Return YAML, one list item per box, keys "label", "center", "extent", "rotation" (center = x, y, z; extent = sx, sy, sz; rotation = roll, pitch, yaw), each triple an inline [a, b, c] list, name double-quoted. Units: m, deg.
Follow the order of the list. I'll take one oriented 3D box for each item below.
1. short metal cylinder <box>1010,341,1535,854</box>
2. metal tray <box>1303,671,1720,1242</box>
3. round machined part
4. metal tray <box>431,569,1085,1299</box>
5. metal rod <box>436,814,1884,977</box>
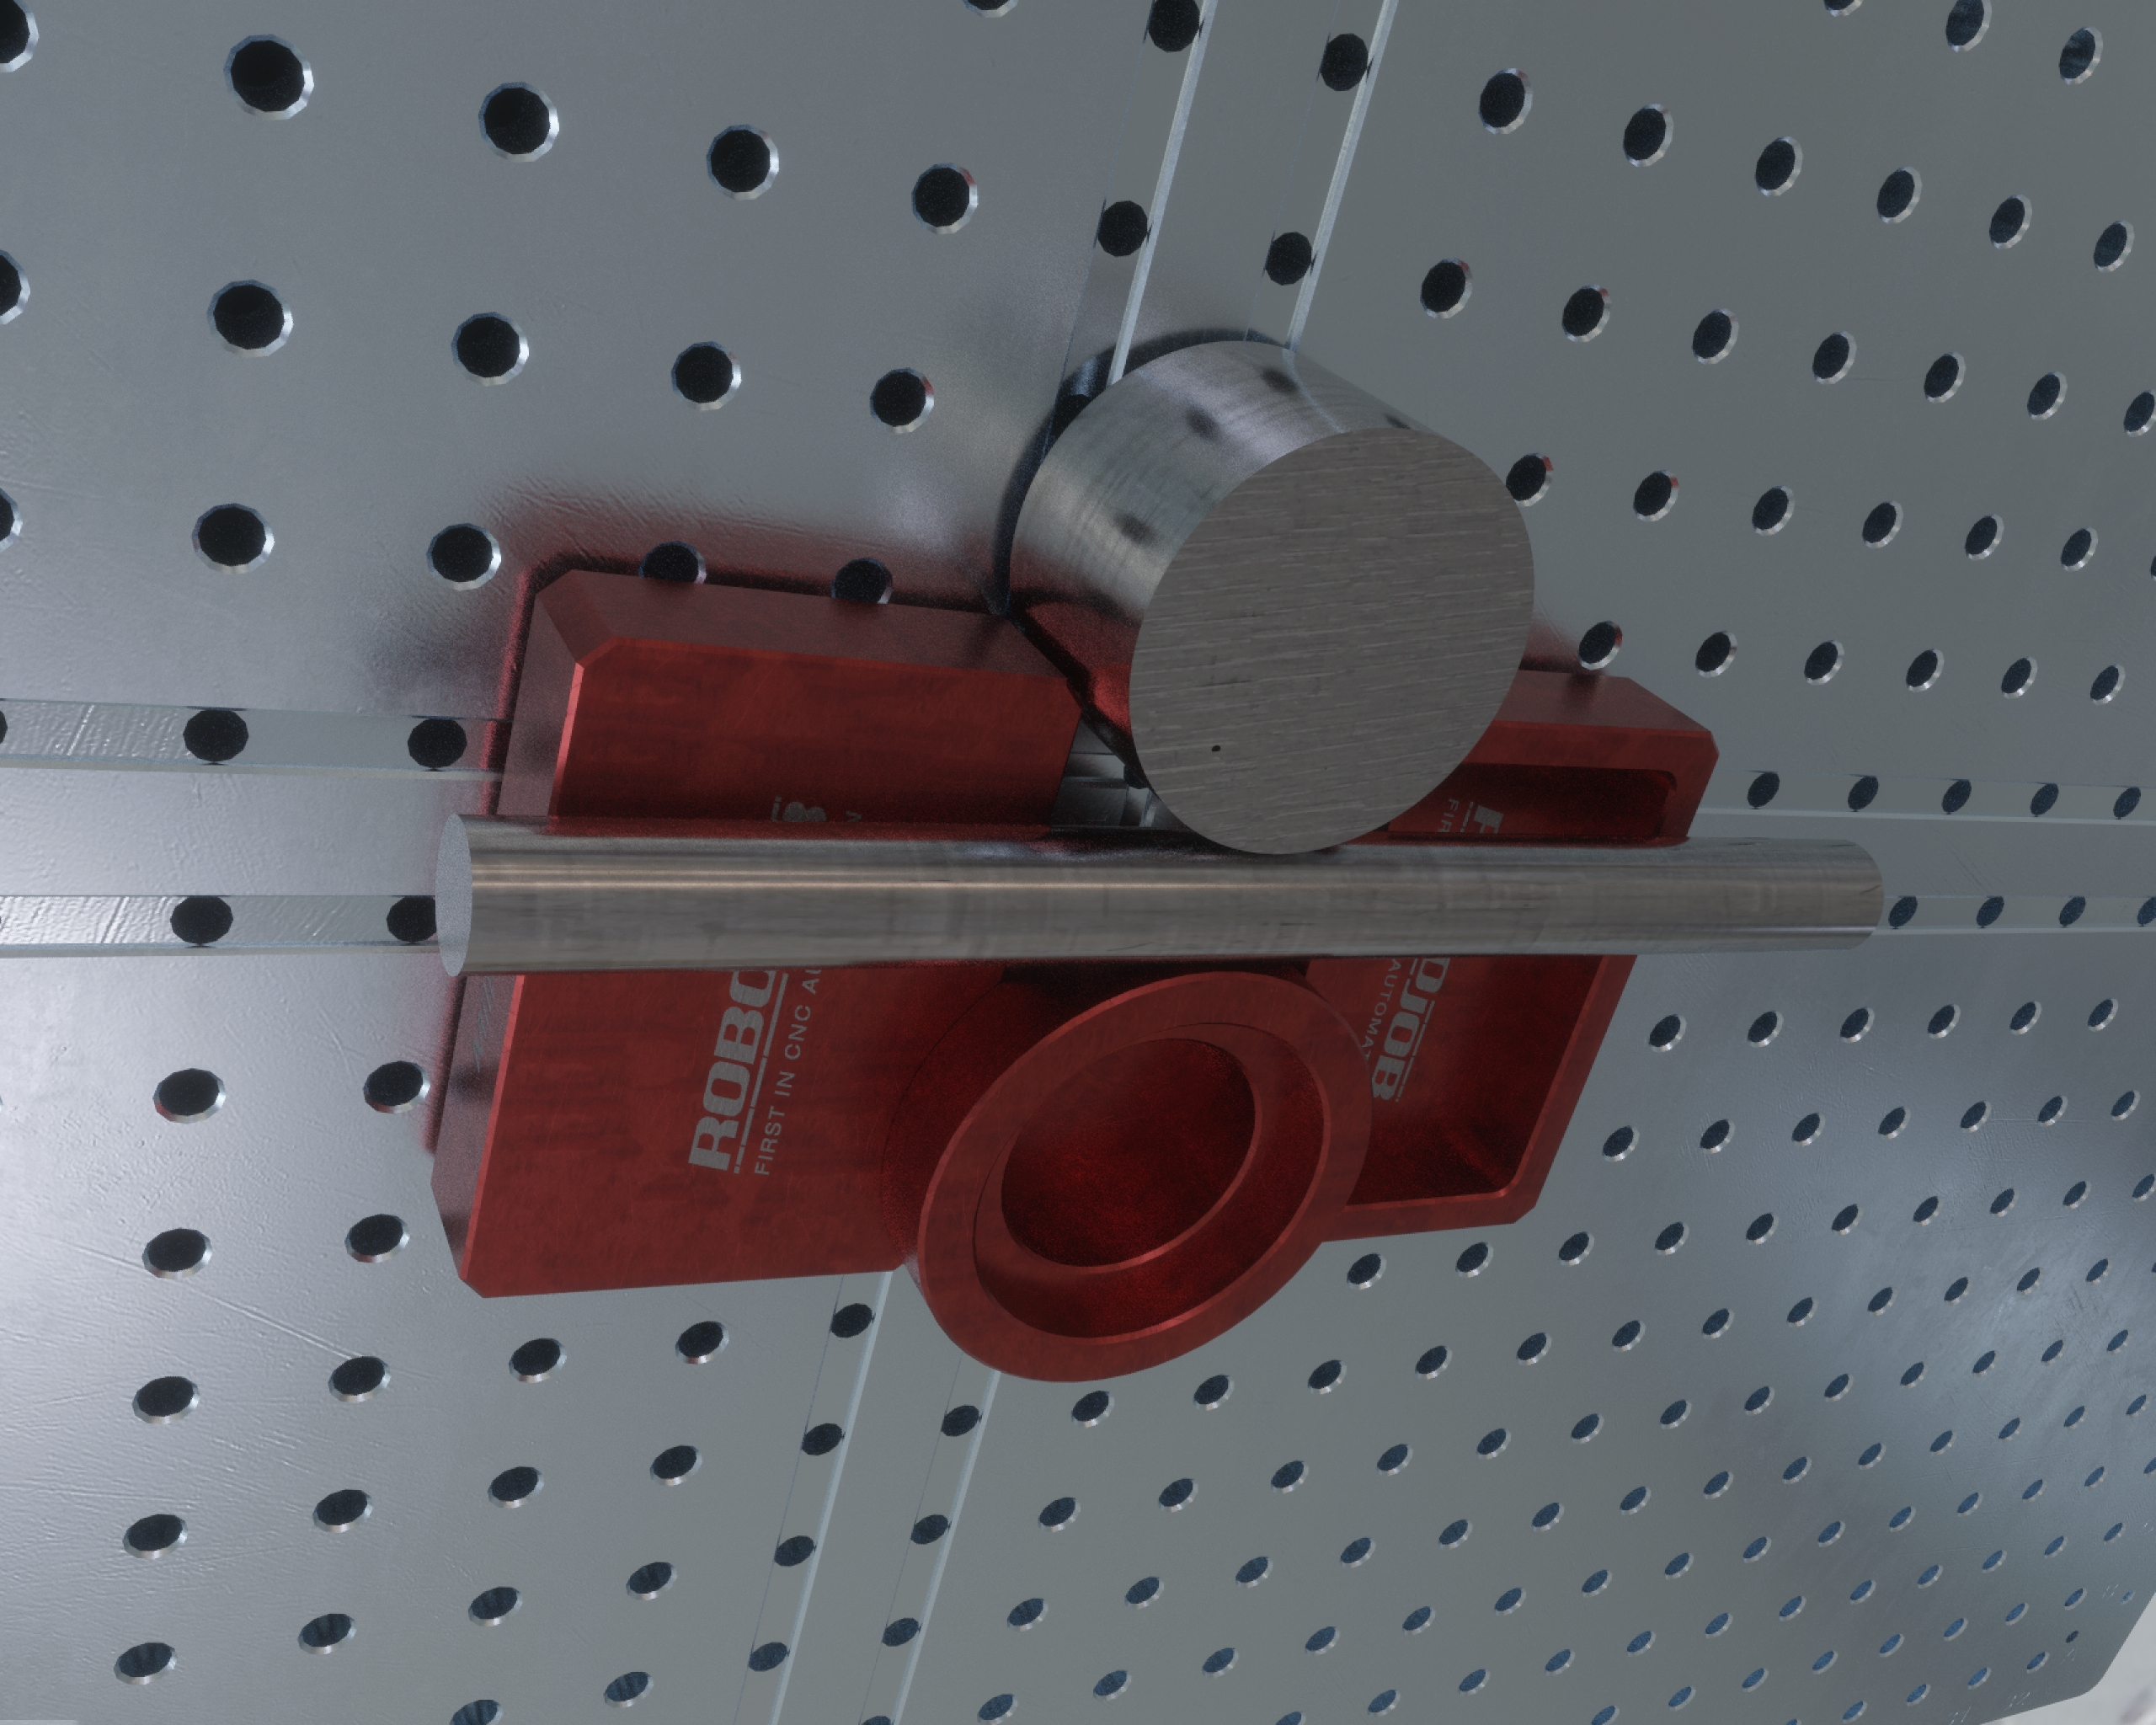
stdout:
- label: "short metal cylinder"
  center: [0.035, -0.048, 0.379]
  extent: [0.081, 0.050, 0.079]
  rotation: [-14, 124, -21]
- label: "metal tray"
  center: [0.077, 0.022, 0.459]
  extent: [0.091, 0.030, 0.129]
  rotation: [1, 118, -29]
- label: "round machined part"
  center: [0.007, 0.053, 0.420]
  extent: [0.099, 0.042, 0.097]
  rotation: [-14, 124, -21]
- label: "metal tray"
  center: [-0.060, 0.016, 0.379]
  extent: [0.091, 0.030, 0.129]
  rotation: [3, 117, -30]
- label: "metal rod"
  center: [0.037, 0.006, 0.391]
  extent: [0.303, 0.025, 0.025]
  rotation: [0, 118, -29]
